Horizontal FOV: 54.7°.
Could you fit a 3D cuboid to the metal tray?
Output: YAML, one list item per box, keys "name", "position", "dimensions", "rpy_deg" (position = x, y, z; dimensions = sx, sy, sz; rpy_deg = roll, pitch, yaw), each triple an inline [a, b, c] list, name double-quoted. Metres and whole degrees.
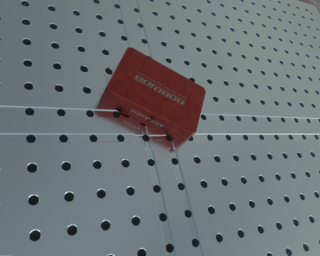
- name: "metal tray"
  position: [-0.005, -0.046, 0.432]
  dimensions: [0.131, 0.030, 0.090]
  rpy_deg: [27, 52, -12]
